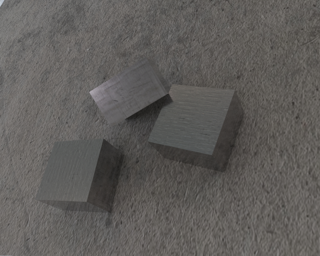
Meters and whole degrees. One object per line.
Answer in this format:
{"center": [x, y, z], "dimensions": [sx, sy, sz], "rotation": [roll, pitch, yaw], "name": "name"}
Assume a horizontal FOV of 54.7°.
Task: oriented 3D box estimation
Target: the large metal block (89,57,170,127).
{"center": [-0.034, -0.048, 0.408], "dimensions": [0.080, 0.080, 0.050], "rotation": [-30, 95, 9], "name": "large metal block"}

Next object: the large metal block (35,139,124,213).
{"center": [-0.102, 0.062, 0.403], "dimensions": [0.080, 0.050, 0.080], "rotation": [-4, 60, 26], "name": "large metal block"}

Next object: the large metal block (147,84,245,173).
{"center": [0.044, -0.002, 0.366], "dimensions": [0.080, 0.050, 0.080], "rotation": [10, 67, 32], "name": "large metal block"}
